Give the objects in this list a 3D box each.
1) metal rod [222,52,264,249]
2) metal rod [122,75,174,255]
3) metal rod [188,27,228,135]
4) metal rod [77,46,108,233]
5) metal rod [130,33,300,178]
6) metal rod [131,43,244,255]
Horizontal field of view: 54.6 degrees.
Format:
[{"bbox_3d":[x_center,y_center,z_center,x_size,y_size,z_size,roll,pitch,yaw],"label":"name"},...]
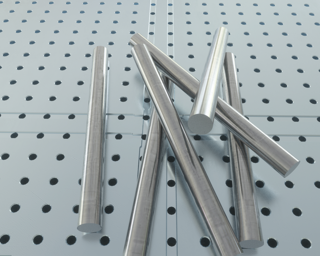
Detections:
[{"bbox_3d":[0.100,0.002,0.406,0.025,0.025,0.300,3,50,2],"label":"metal rod"},{"bbox_3d":[-0.008,0.026,0.385,0.025,0.025,0.300,6,50,5],"label":"metal rod"},{"bbox_3d":[0.075,-0.085,0.429,0.025,0.025,0.301,11,35,9],"label":"metal rod"},{"bbox_3d":[-0.085,-0.011,0.416,0.025,0.025,0.300,-4,50,-3],"label":"metal rod"},{"bbox_3d":[0.053,-0.047,0.413,0.025,0.025,0.300,-30,56,-23],"label":"metal rod"},{"bbox_3d":[0.020,0.007,0.376,0.025,0.025,0.299,-15,59,-13],"label":"metal rod"}]
